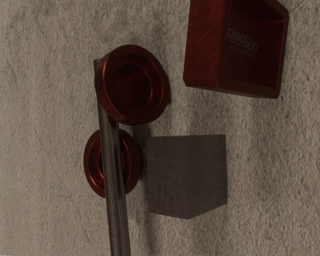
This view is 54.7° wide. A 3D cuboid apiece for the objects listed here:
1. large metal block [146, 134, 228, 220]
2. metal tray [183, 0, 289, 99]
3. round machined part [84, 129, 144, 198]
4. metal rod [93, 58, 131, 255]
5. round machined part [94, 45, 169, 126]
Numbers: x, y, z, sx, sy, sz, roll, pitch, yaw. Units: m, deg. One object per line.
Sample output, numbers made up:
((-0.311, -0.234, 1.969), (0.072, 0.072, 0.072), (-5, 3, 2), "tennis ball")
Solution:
((0.032, 0.048, 0.342), (0.050, 0.081, 0.079), (-3, 89, 40), "large metal block")
((0.074, -0.075, 0.275), (0.030, 0.131, 0.089), (9, 96, 39), "metal tray")
((-0.062, 0.049, 0.443), (0.098, 0.042, 0.097), (0, 90, 39), "round machined part")
((-0.060, 0.059, 0.397), (0.025, 0.025, 0.298), (-10, 84, 39), "metal rod")
((-0.039, -0.051, 0.388), (0.042, 0.099, 0.097), (-11, 83, 48), "round machined part")
